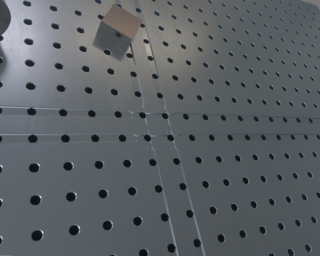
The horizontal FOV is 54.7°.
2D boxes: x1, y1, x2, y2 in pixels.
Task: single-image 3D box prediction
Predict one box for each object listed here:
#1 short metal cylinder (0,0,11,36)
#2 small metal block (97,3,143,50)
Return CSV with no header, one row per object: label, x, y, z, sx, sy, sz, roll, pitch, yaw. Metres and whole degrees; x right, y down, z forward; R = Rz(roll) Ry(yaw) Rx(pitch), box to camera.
short metal cylinder,-0.215,-0.136,0.340,0.081,0.080,0.050,-19,72,-35
small metal block,-0.060,-0.153,0.470,0.050,0.025,0.050,29,52,-10
